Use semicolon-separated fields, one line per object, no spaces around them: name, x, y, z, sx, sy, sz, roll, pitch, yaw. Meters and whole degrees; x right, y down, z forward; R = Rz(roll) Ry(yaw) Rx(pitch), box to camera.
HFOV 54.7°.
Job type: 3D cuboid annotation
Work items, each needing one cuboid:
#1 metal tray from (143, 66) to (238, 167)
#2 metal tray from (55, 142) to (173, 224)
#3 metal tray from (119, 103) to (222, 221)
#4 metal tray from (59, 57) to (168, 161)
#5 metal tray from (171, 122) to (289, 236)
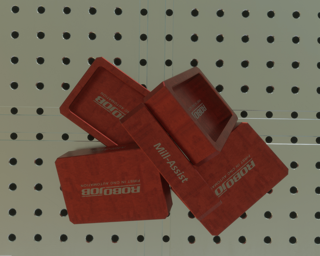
metal tray;0.043;-0.021;0.362;0.030;0.131;0.090;-38;90;28
metal tray;-0.057;0.069;0.386;0.130;0.030;0.089;-8;101;14
metal tray;0.011;0.034;0.350;0.030;0.090;0.130;-38;91;0
metal tray;-0.052;-0.020;0.410;0.130;0.030;0.090;36;90;-1
metal tray;0.090;0.065;0.411;0.130;0.030;0.090;-41;91;-1
